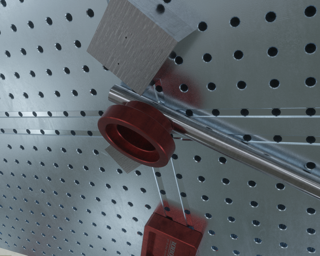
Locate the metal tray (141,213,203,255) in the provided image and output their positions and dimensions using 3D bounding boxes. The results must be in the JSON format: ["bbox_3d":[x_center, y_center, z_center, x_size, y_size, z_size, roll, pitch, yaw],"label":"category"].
[{"bbox_3d":[0.015,0.214,0.530,0.090,0.030,0.129,19,126,16],"label":"metal tray"}]

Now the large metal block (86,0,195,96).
[{"bbox_3d":[-0.023,-0.097,0.346,0.080,0.050,0.080,40,129,0],"label":"large metal block"}]

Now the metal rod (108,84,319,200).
[{"bbox_3d":[0.071,0.016,0.382,0.301,0.025,0.025,25,127,12],"label":"metal rod"}]

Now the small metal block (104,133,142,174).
[{"bbox_3d":[-0.044,0.033,0.453,0.050,0.025,0.050,48,128,-7],"label":"small metal block"}]

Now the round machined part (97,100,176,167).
[{"bbox_3d":[-0.024,0.004,0.384,0.098,0.042,0.098,24,152,14],"label":"round machined part"}]
